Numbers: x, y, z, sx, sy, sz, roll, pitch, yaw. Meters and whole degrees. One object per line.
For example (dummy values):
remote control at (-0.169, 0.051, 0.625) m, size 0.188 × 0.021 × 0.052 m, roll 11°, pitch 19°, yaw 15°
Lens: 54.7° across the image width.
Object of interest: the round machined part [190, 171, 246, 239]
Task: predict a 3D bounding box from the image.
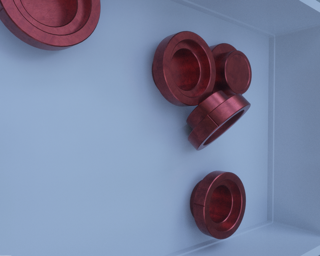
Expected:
round machined part at (0.084, 0.113, 0.469) m, size 0.099 × 0.042 × 0.097 m, roll 0°, pitch 90°, yaw -40°

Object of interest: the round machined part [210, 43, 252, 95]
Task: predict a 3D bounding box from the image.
round machined part at (0.108, -0.085, 0.489) m, size 0.099 × 0.042 × 0.097 m, roll 0°, pitch 90°, yaw -40°

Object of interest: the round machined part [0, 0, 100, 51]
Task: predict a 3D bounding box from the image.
round machined part at (-0.112, -0.124, 0.302) m, size 0.099 × 0.042 × 0.097 m, roll 0°, pitch 90°, yaw -40°

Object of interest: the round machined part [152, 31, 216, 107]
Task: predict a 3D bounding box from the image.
round machined part at (0.028, -0.078, 0.421) m, size 0.099 × 0.042 × 0.097 m, roll 0°, pitch 90°, yaw -40°

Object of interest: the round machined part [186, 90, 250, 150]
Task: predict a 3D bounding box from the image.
round machined part at (0.076, -0.015, 0.438) m, size 0.099 × 0.097 × 0.042 m, roll -29°, pitch 72°, yaw -36°
